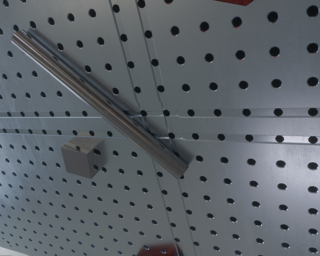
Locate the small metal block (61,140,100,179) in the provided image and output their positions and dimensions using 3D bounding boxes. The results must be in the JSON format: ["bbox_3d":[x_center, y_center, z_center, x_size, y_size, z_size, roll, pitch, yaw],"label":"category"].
[{"bbox_3d":[-0.131,0.052,0.512,0.050,0.025,0.050,11,123,22],"label":"small metal block"}]

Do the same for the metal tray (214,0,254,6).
[{"bbox_3d":[0.033,-0.172,0.284,0.130,0.030,0.089,18,126,17],"label":"metal tray"}]

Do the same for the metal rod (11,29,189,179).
[{"bbox_3d":[-0.084,-0.033,0.434,0.300,0.025,0.025,39,129,1],"label":"metal rod"}]
